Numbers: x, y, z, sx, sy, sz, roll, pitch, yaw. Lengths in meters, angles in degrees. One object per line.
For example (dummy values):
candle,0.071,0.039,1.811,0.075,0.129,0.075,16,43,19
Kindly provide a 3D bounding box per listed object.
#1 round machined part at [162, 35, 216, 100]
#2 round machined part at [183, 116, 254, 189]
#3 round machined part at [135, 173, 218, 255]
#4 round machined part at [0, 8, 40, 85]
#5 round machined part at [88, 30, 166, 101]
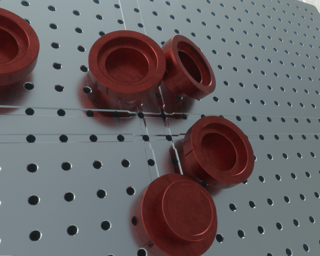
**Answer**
round machined part,0.036,-0.084,0.457,0.098,0.042,0.098,31,43,-34
round machined part,0.074,0.035,0.418,0.099,0.042,0.098,14,56,-21
round machined part,0.025,0.097,0.353,0.099,0.042,0.098,14,56,-21
round machined part,-0.191,-0.087,0.348,0.099,0.042,0.098,14,56,-21
round machined part,-0.044,-0.078,0.411,0.099,0.042,0.098,4,65,-8
